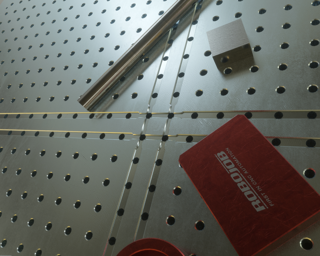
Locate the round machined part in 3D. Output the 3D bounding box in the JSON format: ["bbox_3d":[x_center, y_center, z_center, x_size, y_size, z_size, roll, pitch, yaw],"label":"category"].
[{"bbox_3d":[-0.005,0.161,0.300,0.098,0.042,0.098,-13,56,20],"label":"round machined part"}]

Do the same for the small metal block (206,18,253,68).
[{"bbox_3d":[0.096,-0.117,0.429,0.050,0.025,0.050,-17,55,17],"label":"small metal block"}]

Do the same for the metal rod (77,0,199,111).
[{"bbox_3d":[-0.019,-0.143,0.504,0.300,0.025,0.025,-46,51,-5],"label":"metal rod"}]

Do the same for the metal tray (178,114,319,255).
[{"bbox_3d":[0.089,0.057,0.323,0.090,0.030,0.130,-36,51,4],"label":"metal tray"}]
